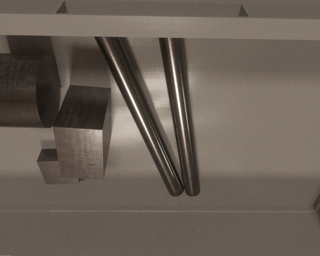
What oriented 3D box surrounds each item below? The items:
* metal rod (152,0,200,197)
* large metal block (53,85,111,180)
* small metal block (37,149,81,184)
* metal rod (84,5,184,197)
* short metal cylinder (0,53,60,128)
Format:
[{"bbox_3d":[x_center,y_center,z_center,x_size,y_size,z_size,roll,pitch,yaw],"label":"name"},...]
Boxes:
[{"bbox_3d":[0.028,-0.013,0.398,0.025,0.025,0.298,-7,130,5],"label":"metal rod"},{"bbox_3d":[-0.089,0.005,0.376,0.050,0.080,0.079,4,130,-4],"label":"large metal block"},{"bbox_3d":[-0.146,0.057,0.455,0.050,0.025,0.050,-1,130,0],"label":"small metal block"},{"bbox_3d":[-0.019,-0.009,0.401,0.025,0.025,0.299,-14,129,11],"label":"metal rod"},{"bbox_3d":[-0.146,-0.040,0.337,0.050,0.080,0.079,1,130,-2],"label":"short metal cylinder"}]
